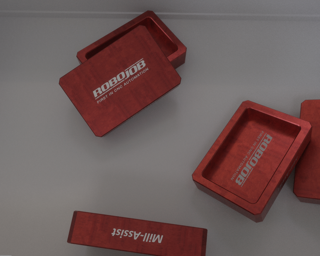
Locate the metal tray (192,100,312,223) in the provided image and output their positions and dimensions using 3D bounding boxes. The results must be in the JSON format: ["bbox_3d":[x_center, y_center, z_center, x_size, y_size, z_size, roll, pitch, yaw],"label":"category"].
[{"bbox_3d":[0.112,0.035,0.377,0.090,0.030,0.130,27,70,33],"label":"metal tray"}]

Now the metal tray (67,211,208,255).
[{"bbox_3d":[-0.021,0.116,0.332,0.131,0.090,0.030,7,71,2],"label":"metal tray"}]

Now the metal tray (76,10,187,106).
[{"bbox_3d":[-0.039,-0.101,0.443,0.131,0.030,0.090,-35,74,-12],"label":"metal tray"}]

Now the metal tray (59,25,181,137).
[{"bbox_3d":[-0.050,-0.059,0.403,0.130,0.030,0.090,-35,92,-2],"label":"metal tray"}]

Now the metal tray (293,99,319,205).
[{"bbox_3d":[0.217,0.028,0.376,0.090,0.030,0.130,1,67,33],"label":"metal tray"}]
